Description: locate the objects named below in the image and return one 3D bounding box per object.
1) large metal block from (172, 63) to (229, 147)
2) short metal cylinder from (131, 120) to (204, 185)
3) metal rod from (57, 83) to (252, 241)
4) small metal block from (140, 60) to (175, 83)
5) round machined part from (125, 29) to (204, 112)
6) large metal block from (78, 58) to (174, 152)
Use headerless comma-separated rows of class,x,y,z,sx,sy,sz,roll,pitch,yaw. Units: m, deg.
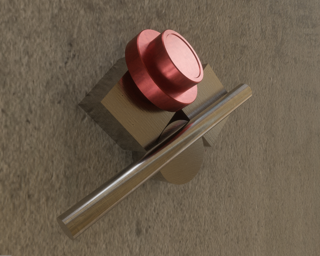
large metal block,0.051,-0.031,0.435,0.080,0.050,0.080,49,61,-29
short metal cylinder,0.011,0.030,0.400,0.081,0.050,0.079,0,90,-40
metal rod,0.019,0.018,0.358,0.302,0.025,0.025,-35,112,-35
small metal block,0.002,-0.069,0.408,0.050,0.025,0.050,50,60,-29
round machined part,0.012,-0.070,0.349,0.098,0.042,0.098,32,42,-34
large metal block,-0.032,-0.029,0.363,0.080,0.050,0.080,50,60,-29
